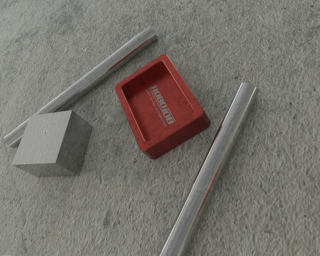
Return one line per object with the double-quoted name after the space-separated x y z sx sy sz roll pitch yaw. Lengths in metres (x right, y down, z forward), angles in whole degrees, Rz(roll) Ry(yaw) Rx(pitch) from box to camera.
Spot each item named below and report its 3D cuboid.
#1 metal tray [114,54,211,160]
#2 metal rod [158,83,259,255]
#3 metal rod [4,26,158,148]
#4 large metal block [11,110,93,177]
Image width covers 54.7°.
-0.001 -0.033 0.419 0.090 0.030 0.130 -32 52 7 "metal tray"
0.040 0.079 0.333 0.025 0.025 0.300 17 70 34 "metal rod"
-0.130 -0.066 0.510 0.300 0.025 0.025 -37 51 3 "metal rod"
-0.154 0.025 0.451 0.080 0.050 0.080 -5 59 25 "large metal block"
